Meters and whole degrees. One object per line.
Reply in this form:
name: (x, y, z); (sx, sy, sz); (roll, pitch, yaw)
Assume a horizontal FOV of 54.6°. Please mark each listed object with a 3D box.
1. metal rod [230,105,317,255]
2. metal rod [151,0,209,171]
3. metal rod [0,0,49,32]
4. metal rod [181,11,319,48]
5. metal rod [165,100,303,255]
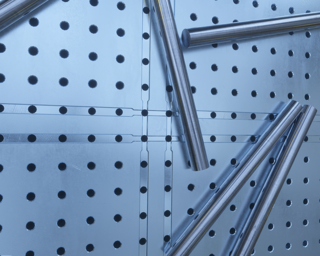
metal rod: (0.169, 0.097, 0.474); (0.025, 0.025, 0.300); (32, 79, -17)
metal rod: (0.021, -0.088, 0.419); (0.025, 0.025, 0.299); (-16, 95, -19)
metal rod: (-0.126, -0.171, 0.365); (0.301, 0.025, 0.025); (-42, 103, -15)
metal rod: (0.171, -0.154, 0.469); (0.302, 0.025, 0.025); (-14, 95, -22)
metal rod: (0.116, 0.072, 0.454); (0.025, 0.025, 0.301); (46, 76, -14)
